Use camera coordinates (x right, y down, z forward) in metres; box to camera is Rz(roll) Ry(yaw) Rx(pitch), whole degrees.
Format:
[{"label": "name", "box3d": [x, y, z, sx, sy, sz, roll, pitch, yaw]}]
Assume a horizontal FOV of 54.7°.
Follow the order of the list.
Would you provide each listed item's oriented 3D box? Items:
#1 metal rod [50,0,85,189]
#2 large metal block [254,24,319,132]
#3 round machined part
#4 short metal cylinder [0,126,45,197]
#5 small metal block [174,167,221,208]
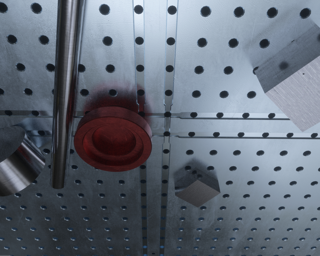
[{"label": "metal rod", "box3d": [-0.121, -0.025, 0.388, 0.025, 0.025, 0.298, 11, 129, -10]}, {"label": "large metal block", "box3d": [0.170, -0.054, 0.352, 0.080, 0.050, 0.080, 37, 121, -27]}, {"label": "round machined part", "box3d": [-0.060, 0.010, 0.408, 0.099, 0.042, 0.097, -1, 130, 0]}, {"label": "short metal cylinder", "box3d": [-0.202, 0.043, 0.409, 0.080, 0.080, 0.050, -13, 129, 10]}, {"label": "small metal block", "box3d": [0.059, 0.096, 0.494, 0.050, 0.025, 0.050, 33, 123, -25]}]
